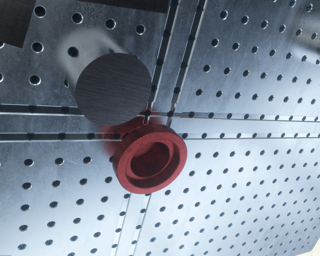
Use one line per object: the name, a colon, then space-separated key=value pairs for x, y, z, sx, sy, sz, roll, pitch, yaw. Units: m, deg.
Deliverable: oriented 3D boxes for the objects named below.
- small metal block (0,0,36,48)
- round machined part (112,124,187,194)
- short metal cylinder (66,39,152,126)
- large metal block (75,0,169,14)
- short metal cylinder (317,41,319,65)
small metal block: x=-0.126 y=-0.102 z=0.263 sx=0.025 sy=0.050 sz=0.050 roll=13 pitch=112 yaw=-34
round machined part: x=-0.016 y=0.037 z=0.414 sx=0.099 sy=0.042 sz=0.097 roll=-14 pitch=124 yaw=-21
short metal cylinder: x=-0.056 y=-0.049 z=0.334 sx=0.081 sy=0.050 sz=0.079 roll=-14 pitch=124 yaw=-21
large metal block: x=-0.042 y=-0.137 z=0.267 sx=0.081 sy=0.080 sz=0.050 roll=-3 pitch=120 yaw=-27
short metal cylinder: x=0.293 y=-0.124 z=0.478 sx=0.081 sy=0.050 sz=0.079 roll=-14 pitch=124 yaw=-21
